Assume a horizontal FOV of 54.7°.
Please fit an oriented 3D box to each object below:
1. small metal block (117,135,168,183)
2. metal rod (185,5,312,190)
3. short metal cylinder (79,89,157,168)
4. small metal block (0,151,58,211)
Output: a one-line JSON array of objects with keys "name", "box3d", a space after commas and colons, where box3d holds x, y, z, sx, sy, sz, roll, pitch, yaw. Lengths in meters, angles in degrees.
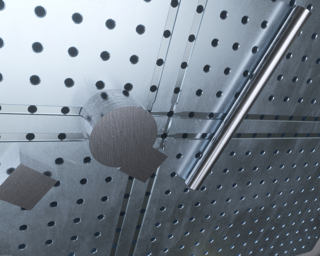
[{"name": "small metal block", "box3d": [-0.027, 0.041, 0.422, 0.050, 0.025, 0.050, -50, 129, 7]}, {"name": "metal rod", "box3d": [0.122, -0.034, 0.456, 0.025, 0.025, 0.298, 18, 109, -35]}, {"name": "short metal cylinder", "box3d": [-0.050, 0.000, 0.367, 0.081, 0.050, 0.079, -14, 124, -21]}, {"name": "small metal block", "box3d": [-0.159, 0.063, 0.363, 0.050, 0.025, 0.050, -47, 129, 4]}]
